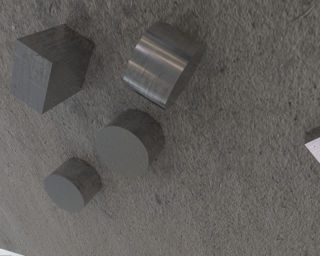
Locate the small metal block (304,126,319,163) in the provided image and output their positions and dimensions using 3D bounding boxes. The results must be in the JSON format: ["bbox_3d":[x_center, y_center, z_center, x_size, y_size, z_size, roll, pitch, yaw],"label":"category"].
[{"bbox_3d":[0.188,0.018,0.319,0.050,0.025,0.050,49,129,-6],"label":"small metal block"}]

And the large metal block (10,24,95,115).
[{"bbox_3d":[-0.137,-0.077,0.396,0.050,0.080,0.079,34,129,6],"label":"large metal block"}]

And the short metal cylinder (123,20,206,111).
[{"bbox_3d":[0.005,-0.065,0.328,0.050,0.080,0.079,32,129,7],"label":"short metal cylinder"}]

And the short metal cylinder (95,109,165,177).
[{"bbox_3d":[-0.040,0.021,0.425,0.080,0.050,0.079,13,124,21],"label":"short metal cylinder"}]

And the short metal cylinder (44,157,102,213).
[{"bbox_3d":[-0.148,0.097,0.529,0.080,0.050,0.079,13,124,21],"label":"short metal cylinder"}]
